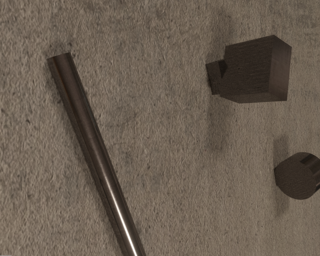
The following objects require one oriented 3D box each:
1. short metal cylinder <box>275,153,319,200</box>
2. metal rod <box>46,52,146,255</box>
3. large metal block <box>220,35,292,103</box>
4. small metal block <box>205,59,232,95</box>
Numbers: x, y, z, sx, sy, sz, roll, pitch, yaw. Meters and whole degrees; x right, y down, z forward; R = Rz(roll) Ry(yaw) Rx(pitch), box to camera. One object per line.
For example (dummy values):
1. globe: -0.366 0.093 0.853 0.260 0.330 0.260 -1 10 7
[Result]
1. short metal cylinder: 0.274 0.092 0.603 0.050 0.080 0.079 -18 102 -39
2. metal rod: -0.060 0.063 0.355 0.025 0.025 0.298 -29 108 -37
3. large metal block: 0.140 -0.082 0.457 0.050 0.080 0.080 13 82 -40
4. small metal block: 0.103 -0.084 0.494 0.050 0.025 0.050 -24 105 -38
